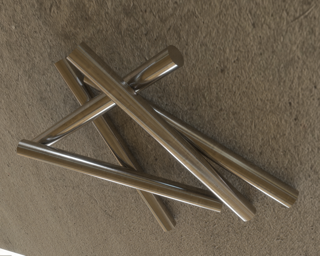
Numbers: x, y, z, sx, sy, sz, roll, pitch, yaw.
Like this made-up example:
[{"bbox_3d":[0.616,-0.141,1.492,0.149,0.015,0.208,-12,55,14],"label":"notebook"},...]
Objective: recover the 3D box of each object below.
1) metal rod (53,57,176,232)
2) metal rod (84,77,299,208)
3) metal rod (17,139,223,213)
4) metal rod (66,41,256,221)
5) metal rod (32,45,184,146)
[{"bbox_3d":[-0.059,0.032,0.457,0.025,0.025,0.299,-20,108,36],"label":"metal rod"},{"bbox_3d":[0.033,0.008,0.393,0.301,0.025,0.025,32,129,7],"label":"metal rod"},{"bbox_3d":[-0.060,0.066,0.443,0.301,0.025,0.025,15,125,6],"label":"metal rod"},{"bbox_3d":[0.016,0.017,0.366,0.300,0.025,0.025,43,131,-20],"label":"metal rod"},{"bbox_3d":[-0.092,-0.022,0.407,0.299,0.025,0.025,-26,104,37],"label":"metal rod"}]
